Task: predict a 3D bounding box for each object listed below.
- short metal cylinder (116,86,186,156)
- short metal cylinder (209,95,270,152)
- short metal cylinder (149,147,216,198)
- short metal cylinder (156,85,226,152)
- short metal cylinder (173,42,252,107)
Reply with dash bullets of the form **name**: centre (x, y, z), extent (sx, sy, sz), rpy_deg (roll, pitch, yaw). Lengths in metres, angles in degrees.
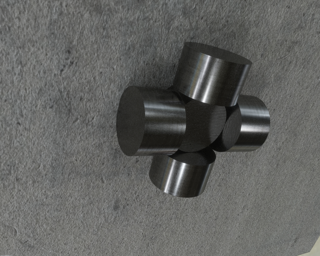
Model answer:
- **short metal cylinder**: centre (-0.013, -0.007, 0.363), extent (0.050, 0.080, 0.079), rpy_deg (2, 118, -30)
- **short metal cylinder**: centre (0.102, -0.007, 0.427), extent (0.050, 0.080, 0.079), rpy_deg (2, 118, -30)
- **short metal cylinder**: centre (0.030, 0.049, 0.421), extent (0.081, 0.080, 0.050), rpy_deg (0, 118, -29)
- **short metal cylinder**: centre (0.039, -0.015, 0.406), extent (0.081, 0.050, 0.079), rpy_deg (-14, 125, -21)
- **short metal cylinder**: centre (0.061, -0.065, 0.366), extent (0.081, 0.080, 0.050), rpy_deg (1, 118, -30)
